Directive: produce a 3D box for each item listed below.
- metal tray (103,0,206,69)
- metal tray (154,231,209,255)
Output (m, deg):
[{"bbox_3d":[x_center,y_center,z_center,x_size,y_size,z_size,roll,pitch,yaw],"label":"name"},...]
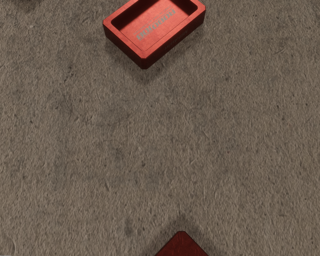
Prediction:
[{"bbox_3d":[-0.007,-0.159,0.463,0.130,0.030,0.090,-42,76,-14],"label":"metal tray"},{"bbox_3d":[0.038,0.190,0.336,0.090,0.030,0.130,-43,76,-14],"label":"metal tray"}]
